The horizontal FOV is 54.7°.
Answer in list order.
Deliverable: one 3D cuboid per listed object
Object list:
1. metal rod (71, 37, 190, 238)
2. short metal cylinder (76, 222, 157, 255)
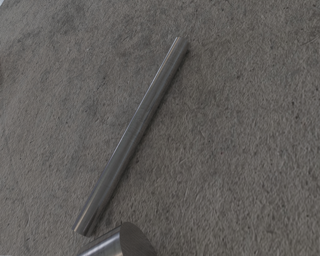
[{"bbox_3d":[-0.032,0.000,0.420,0.025,0.025,0.300,15,69,34],"label":"metal rod"},{"bbox_3d":[-0.037,0.140,0.302,0.050,0.080,0.080,-32,52,8],"label":"short metal cylinder"}]
